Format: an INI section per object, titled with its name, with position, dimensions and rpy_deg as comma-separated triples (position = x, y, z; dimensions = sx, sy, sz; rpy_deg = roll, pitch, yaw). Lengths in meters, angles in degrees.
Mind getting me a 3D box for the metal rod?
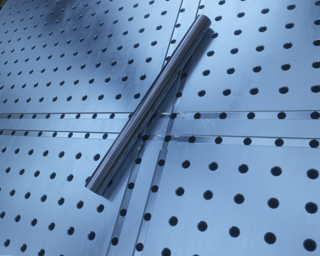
[metal rod]
position = -0.010, -0.041, 0.439
dimensions = 0.025, 0.025, 0.300
rpy_deg = 22, 73, 36
